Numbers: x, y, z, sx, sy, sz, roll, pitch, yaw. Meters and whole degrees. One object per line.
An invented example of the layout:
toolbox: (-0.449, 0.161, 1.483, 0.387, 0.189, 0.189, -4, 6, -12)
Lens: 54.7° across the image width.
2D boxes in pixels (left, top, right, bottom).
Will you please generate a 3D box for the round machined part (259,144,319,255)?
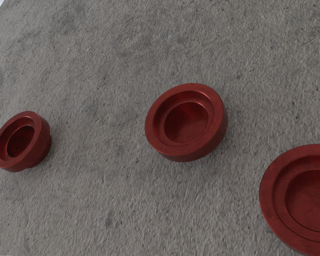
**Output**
round machined part: (0.143, 0.067, 0.277, 0.098, 0.042, 0.098, -13, 56, 21)

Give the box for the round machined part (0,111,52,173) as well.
round machined part: (-0.213, 0.025, 0.490, 0.098, 0.042, 0.098, -13, 56, 21)

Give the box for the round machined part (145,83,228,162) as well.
round machined part: (0.034, -0.003, 0.377, 0.098, 0.042, 0.098, -13, 56, 21)
